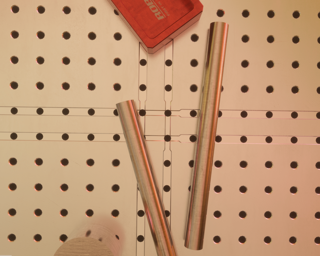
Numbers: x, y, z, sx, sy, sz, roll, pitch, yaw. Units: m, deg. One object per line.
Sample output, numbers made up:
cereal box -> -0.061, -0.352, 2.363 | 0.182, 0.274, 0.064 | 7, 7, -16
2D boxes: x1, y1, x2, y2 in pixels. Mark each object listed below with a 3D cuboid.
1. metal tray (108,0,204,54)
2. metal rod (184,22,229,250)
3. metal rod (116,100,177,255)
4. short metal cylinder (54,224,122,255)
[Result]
metal tray -> -0.017, -0.177, 0.410 | 0.090, 0.030, 0.130 | -37, 90, -1
metal rod -> 0.062, 0.010, 0.414 | 0.025, 0.025, 0.298 | 7, 90, -1
metal rod -> -0.007, 0.109, 0.413 | 0.025, 0.025, 0.298 | -15, 90, 0
short metal cylinder -> -0.093, 0.172, 0.400 | 0.081, 0.050, 0.079 | 0, 90, -1
